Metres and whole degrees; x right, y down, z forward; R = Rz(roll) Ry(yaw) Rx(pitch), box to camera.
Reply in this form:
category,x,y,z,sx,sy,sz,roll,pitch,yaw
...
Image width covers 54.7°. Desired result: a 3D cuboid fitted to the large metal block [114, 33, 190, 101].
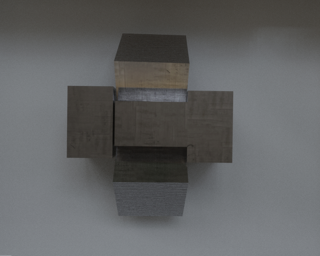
category,x,y,z,sx,sy,sz,roll,pitch,yaw
large metal block,-0.009,-0.075,0.376,0.081,0.080,0.050,2,128,0

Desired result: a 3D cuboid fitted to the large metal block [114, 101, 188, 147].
category,x,y,z,sx,sy,sz,roll,pitch,yaw
large metal block,-0.010,-0.005,0.383,0.081,0.080,0.050,1,90,0

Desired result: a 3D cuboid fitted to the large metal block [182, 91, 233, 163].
category,x,y,z,sx,sy,sz,roll,pitch,yaw
large metal block,0.056,-0.002,0.383,0.050,0.080,0.080,1,90,0

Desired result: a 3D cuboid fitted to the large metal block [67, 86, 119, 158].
category,x,y,z,sx,sy,sz,roll,pitch,yaw
large metal block,-0.077,-0.007,0.382,0.050,0.080,0.080,1,90,0

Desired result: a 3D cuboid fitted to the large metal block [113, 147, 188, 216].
category,x,y,z,sx,sy,sz,roll,pitch,yaw
large metal block,-0.011,0.066,0.376,0.081,0.080,0.050,1,48,-1
